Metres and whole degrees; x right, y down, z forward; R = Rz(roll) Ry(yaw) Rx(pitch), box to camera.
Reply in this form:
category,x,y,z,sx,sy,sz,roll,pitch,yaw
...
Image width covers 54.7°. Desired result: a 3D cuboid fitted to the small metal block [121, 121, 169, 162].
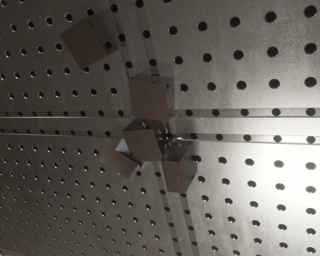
category,x,y,z,sx,sy,sz,roll,pitch,yaw
small metal block,-0.019,0.019,0.431,0.050,0.025,0.050,-5,116,30

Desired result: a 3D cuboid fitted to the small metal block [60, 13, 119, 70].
category,x,y,z,sx,sy,sz,roll,pitch,yaw
small metal block,-0.089,-0.108,0.390,0.050,0.025,0.050,-17,110,34

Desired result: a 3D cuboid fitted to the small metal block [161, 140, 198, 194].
category,x,y,z,sx,sy,sz,roll,pitch,yaw
small metal block,0.027,0.051,0.411,0.025,0.050,0.050,3,120,26

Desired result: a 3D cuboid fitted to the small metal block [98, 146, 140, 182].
category,x,y,z,sx,sy,sz,roll,pitch,yaw
small metal block,-0.058,0.054,0.456,0.050,0.025,0.050,31,169,8

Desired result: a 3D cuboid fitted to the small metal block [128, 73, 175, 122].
category,x,y,z,sx,sy,sz,roll,pitch,yaw
small metal block,-0.010,-0.039,0.391,0.050,0.025,0.050,11,123,22
